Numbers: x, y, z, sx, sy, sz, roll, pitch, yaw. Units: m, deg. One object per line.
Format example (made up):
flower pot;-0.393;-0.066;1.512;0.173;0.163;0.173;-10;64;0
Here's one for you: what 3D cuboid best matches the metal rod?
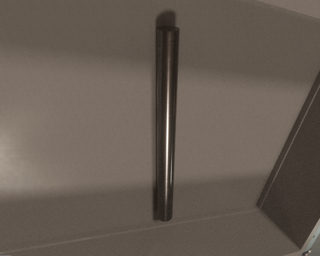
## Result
metal rod;0.009;0.016;0.424;0.025;0.025;0.298;-14;124;-21
